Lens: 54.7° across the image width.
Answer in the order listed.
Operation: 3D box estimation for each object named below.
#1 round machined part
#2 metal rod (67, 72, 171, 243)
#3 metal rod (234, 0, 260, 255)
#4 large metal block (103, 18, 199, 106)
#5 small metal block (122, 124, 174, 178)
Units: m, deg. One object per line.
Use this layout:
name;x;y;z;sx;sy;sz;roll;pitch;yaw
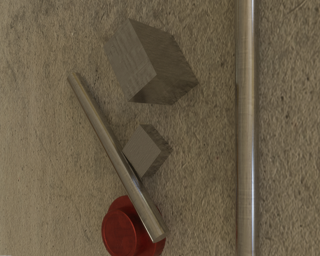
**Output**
round machined part;-0.043;0.142;0.427;0.098;0.042;0.097;0;90;39
metal rod;-0.071;0.024;0.448;0.025;0.025;0.300;-51;56;27
metal rod;0.092;-0.012;0.327;0.025;0.025;0.298;0;90;39
large metal block;-0.010;-0.076;0.376;0.050;0.081;0.080;-38;67;33
small metal block;-0.018;0.030;0.418;0.050;0.025;0.050;50;119;28
